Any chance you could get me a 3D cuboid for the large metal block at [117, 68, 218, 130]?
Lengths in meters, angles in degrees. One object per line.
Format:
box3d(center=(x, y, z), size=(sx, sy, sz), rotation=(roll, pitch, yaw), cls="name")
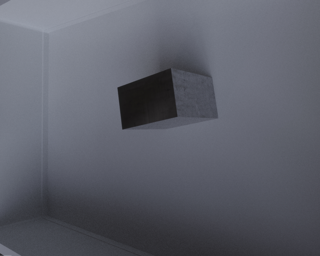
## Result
box3d(center=(0.010, -0.029, 0.364), size=(0.080, 0.081, 0.050), rotation=(-12, 82, 39), cls="large metal block")
